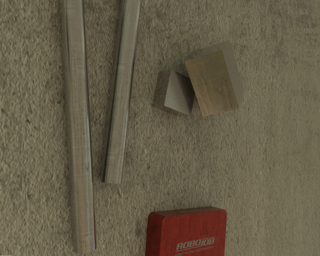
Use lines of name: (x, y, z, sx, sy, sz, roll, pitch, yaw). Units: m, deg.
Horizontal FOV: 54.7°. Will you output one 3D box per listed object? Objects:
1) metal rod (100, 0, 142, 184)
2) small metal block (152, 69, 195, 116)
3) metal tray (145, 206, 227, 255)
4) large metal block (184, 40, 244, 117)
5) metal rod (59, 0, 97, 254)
metal rod: (-0.042, -0.085, 0.370, 0.025, 0.025, 0.298, 10, 84, -40)
small metal block: (0.021, -0.047, 0.424, 0.050, 0.025, 0.050, 18, 78, -39)
metal tray: (0.040, 0.163, 0.438, 0.131, 0.030, 0.089, 7, 85, -40)
large metal block: (0.080, -0.072, 0.438, 0.080, 0.050, 0.080, 69, 26, -17)
metal rod: (-0.088, -0.017, 0.332, 0.025, 0.025, 0.298, -5, 93, -40)
